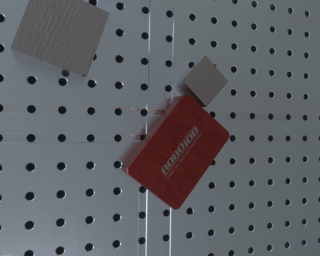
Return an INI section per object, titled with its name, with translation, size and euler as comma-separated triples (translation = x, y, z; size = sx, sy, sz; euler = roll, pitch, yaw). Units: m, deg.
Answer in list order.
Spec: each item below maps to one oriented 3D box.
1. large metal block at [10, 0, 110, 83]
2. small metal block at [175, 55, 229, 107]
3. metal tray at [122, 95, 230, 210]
[large metal block]
translation = -0.114, -0.106, 0.357
size = 0.080, 0.050, 0.080
euler = 20, 83, -19
[small metal block]
translation = 0.059, -0.064, 0.434
size = 0.050, 0.025, 0.050
euler = 46, 76, -15
[metal tray]
translation = 0.023, 0.031, 0.419
size = 0.090, 0.030, 0.130
euler = 41, 77, -16
